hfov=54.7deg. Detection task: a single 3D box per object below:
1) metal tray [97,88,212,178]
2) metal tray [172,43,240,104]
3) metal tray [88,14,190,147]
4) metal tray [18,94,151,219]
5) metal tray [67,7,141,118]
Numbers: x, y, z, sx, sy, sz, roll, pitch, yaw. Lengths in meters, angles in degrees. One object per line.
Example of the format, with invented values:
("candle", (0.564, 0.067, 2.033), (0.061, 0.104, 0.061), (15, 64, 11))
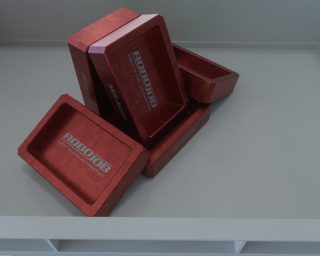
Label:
("metal tray", (-0.005, -0.007, 0.405), (0.090, 0.030, 0.131), (32, 57, 23))
("metal tray", (0.038, -0.085, 0.449), (0.130, 0.030, 0.091), (32, 31, 23))
("metal tray", (-0.017, -0.054, 0.364), (0.030, 0.129, 0.090), (15, 47, 43))
("metal tray", (-0.088, 0.029, 0.352), (0.130, 0.030, 0.090), (33, 81, 24))
("metal tray", (-0.059, -0.073, 0.394), (0.030, 0.129, 0.090), (32, 57, 25))
